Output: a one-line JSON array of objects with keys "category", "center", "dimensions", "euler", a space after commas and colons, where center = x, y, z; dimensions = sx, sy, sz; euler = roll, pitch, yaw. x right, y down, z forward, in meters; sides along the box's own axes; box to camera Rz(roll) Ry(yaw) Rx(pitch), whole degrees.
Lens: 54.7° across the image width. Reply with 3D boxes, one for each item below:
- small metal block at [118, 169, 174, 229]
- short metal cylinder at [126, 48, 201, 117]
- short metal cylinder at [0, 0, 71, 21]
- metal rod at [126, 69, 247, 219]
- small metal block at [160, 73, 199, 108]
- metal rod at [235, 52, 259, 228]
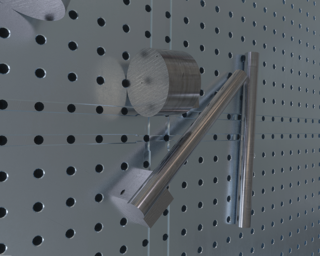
[{"category": "small metal block", "center": [-0.017, 0.090, 0.395], "dimensions": [0.050, 0.025, 0.050], "euler": [-46, 118, -30]}, {"category": "short metal cylinder", "center": [0.003, -0.055, 0.376], "dimensions": [0.050, 0.080, 0.079], "euler": [-7, 94, -40]}, {"category": "short metal cylinder", "center": [-0.116, -0.141, 0.276], "dimensions": [0.080, 0.080, 0.050], "euler": [26, 74, -37]}, {"category": "metal rod", "center": [0.054, 0.002, 0.434], "dimensions": [0.301, 0.025, 0.025], "euler": [-48, 119, -36]}, {"category": "small metal block", "center": [0.023, -0.050, 0.412], "dimensions": [0.025, 0.050, 0.050], "euler": [-9, 96, -40]}, {"category": "metal rod", "center": [0.151, 0.018, 0.535], "dimensions": [0.025, 0.025, 0.298], "euler": [7, 86, -40]}]
